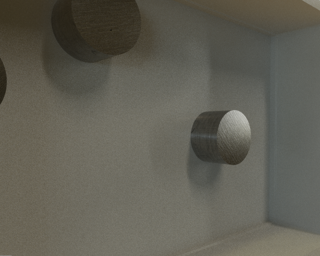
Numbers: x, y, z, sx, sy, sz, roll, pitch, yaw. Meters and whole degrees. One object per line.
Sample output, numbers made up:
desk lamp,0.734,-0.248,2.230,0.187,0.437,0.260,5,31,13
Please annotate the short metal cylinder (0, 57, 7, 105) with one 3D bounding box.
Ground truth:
short metal cylinder,-0.172,-0.038,0.246,0.081,0.050,0.080,0,90,-40

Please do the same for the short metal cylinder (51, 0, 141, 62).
short metal cylinder,-0.068,-0.114,0.333,0.081,0.050,0.080,0,90,-40

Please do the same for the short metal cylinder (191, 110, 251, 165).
short metal cylinder,0.093,0.014,0.468,0.081,0.050,0.080,0,90,-40
